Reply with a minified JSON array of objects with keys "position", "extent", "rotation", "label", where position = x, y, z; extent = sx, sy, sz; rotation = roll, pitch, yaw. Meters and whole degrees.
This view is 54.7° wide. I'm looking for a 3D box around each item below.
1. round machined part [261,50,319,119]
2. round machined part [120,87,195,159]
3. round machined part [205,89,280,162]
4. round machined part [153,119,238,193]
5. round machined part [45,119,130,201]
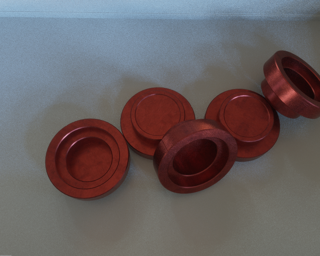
[{"position":[0.173,-0.051,0.405],"extent":[0.099,0.042,0.098],"rotation":[19,47,-22],"label":"round machined part"},{"position":[-0.003,-0.010,0.404],"extent":[0.099,0.042,0.098],"rotation":[0,70,0],"label":"round machined part"},{"position":[0.108,-0.008,0.404],"extent":[0.099,0.042,0.098],"rotation":[0,70,0],"label":"round machined part"},{"position":[0.038,0.029,0.368],"extent":[0.099,0.098,0.042],"rotation":[-20,40,-7],"label":"round machined part"},{"position":[-0.086,0.041,0.385],"extent":[0.099,0.042,0.098],"rotation":[0,70,0],"label":"round machined part"}]
